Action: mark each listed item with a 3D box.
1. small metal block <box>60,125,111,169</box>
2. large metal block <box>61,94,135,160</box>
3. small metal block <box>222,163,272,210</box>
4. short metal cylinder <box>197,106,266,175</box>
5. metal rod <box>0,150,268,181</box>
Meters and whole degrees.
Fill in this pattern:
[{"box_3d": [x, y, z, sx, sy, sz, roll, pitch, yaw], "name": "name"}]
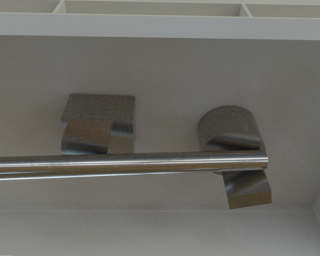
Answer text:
[{"box_3d": [-0.088, 0.028, 0.363, 0.050, 0.025, 0.050, 10, 129, -9], "name": "small metal block"}, {"box_3d": [-0.073, 0.005, 0.392, 0.081, 0.050, 0.079, 2, 130, -2], "name": "large metal block"}, {"box_3d": [0.106, 0.069, 0.384, 0.050, 0.050, 0.025, -11, 129, 9], "name": "small metal block"}, {"box_3d": [0.091, 0.018, 0.407, 0.081, 0.050, 0.079, 0, 130, 0], "name": "short metal cylinder"}, {"box_3d": [-0.024, 0.041, 0.349, 0.302, 0.025, 0.025, -1, 131, -10], "name": "metal rod"}]
